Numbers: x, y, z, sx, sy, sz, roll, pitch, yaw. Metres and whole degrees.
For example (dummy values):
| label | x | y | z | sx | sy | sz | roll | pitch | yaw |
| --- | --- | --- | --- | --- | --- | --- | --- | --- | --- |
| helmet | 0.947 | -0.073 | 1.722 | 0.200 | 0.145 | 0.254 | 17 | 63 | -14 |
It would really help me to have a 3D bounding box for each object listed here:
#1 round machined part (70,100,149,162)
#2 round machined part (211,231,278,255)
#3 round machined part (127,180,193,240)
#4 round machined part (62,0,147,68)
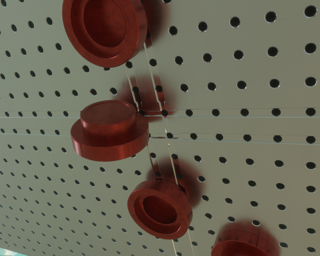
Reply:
| label | x | y | z | sx | sy | sz | roll | pitch | yaw |
| --- | --- | --- | --- | --- | --- | --- | --- | --- | --- |
| round machined part | -0.064 | -0.003 | 0.394 | 0.098 | 0.098 | 0.042 | 12 | 123 | 21 |
| round machined part | 0.124 | 0.204 | 0.461 | 0.098 | 0.042 | 0.097 | 13 | 124 | 20 |
| round machined part | 0.004 | 0.118 | 0.470 | 0.098 | 0.042 | 0.097 | 13 | 124 | 20 |
| round machined part | -0.058 | -0.122 | 0.354 | 0.098 | 0.042 | 0.097 | 13 | 124 | 20 |
